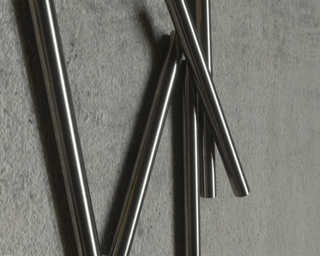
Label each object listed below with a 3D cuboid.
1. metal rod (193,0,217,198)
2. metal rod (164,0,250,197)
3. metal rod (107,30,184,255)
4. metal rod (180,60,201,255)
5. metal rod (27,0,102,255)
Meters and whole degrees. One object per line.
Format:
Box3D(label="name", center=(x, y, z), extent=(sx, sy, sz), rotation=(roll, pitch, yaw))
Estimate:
Box3D(label="metal rod", center=(0.067, -0.047, 0.460), extent=(0.025, 0.025, 0.298), rotation=(-4, 93, -40))
Box3D(label="metal rod", center=(0.071, -0.033, 0.430), extent=(0.025, 0.025, 0.299), rotation=(-35, 112, -34))
Box3D(label="metal rod", center=(-0.012, 0.013, 0.394), extent=(0.025, 0.025, 0.299), rotation=(25, 75, -37))
Box3D(label="metal rod", center=(0.043, 0.054, 0.440), extent=(0.025, 0.025, 0.298), rotation=(-2, 91, -40))
Box3D(label="metal rod", center=(-0.096, 0.014, 0.323), extent=(0.025, 0.025, 0.298), rotation=(-15, 100, -39))
